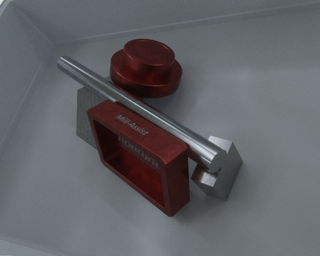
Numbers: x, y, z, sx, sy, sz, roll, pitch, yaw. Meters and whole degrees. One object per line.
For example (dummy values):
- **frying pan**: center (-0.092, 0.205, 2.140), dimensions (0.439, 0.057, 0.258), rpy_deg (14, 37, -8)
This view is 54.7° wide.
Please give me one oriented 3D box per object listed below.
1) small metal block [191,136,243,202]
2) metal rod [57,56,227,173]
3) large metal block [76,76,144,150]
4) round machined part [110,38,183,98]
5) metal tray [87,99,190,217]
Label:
- **small metal block**: center (0.062, 0.044, 0.328), dimensions (0.025, 0.050, 0.050), rpy_deg (15, 70, 34)
- **metal rod**: center (-0.045, -0.033, 0.381), dimensions (0.300, 0.025, 0.025), rpy_deg (33, 80, 38)
- **large metal block**: center (-0.068, -0.025, 0.437), dimensions (0.080, 0.050, 0.080), rpy_deg (-20, 54, 16)
- **round machined part**: center (-0.017, -0.087, 0.420), dimensions (0.099, 0.042, 0.098), rpy_deg (8, 42, -7)
- **metal tray**: center (-0.026, 0.031, 0.351), dimensions (0.030, 0.089, 0.130), rpy_deg (-34, 46, -30)
